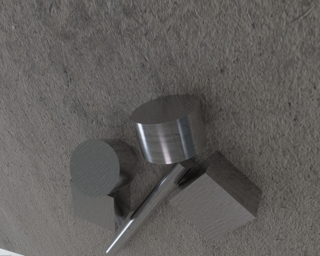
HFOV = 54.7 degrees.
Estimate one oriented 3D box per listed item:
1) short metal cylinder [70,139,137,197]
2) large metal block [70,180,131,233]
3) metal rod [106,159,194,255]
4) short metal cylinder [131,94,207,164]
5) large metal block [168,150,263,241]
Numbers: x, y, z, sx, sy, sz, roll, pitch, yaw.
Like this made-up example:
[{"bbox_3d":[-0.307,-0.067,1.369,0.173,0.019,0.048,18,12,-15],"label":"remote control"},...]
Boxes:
[{"bbox_3d":[-0.081,0.055,0.446,0.080,0.050,0.080,0,89,22],"label":"short metal cylinder"},{"bbox_3d":[-0.096,0.114,0.512,0.080,0.050,0.079,16,125,19],"label":"large metal block"},{"bbox_3d":[-0.029,0.141,0.509,0.025,0.025,0.298,36,129,4],"label":"metal rod"},{"bbox_3d":[0.011,-0.001,0.365,0.080,0.080,0.050,0,118,28],"label":"short metal cylinder"},{"bbox_3d":[0.072,0.090,0.408,0.080,0.050,0.080,42,129,-1],"label":"large metal block"}]
